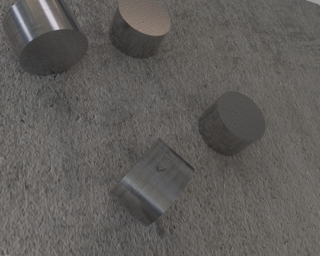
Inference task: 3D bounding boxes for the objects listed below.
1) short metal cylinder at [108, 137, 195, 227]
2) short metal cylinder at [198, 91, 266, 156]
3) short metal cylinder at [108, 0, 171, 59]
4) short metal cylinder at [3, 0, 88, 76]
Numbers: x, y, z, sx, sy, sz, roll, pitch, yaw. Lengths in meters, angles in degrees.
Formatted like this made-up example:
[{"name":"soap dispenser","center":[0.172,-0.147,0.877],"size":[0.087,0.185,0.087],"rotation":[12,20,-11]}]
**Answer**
[{"name":"short metal cylinder","center":[-0.009,0.056,0.329],"size":[0.050,0.080,0.080],"rotation":[42,51,0]},{"name":"short metal cylinder","center":[0.103,-0.006,0.447],"size":[0.081,0.050,0.080],"rotation":[14,56,-21]},{"name":"short metal cylinder","center":[-0.031,-0.151,0.463],"size":[0.081,0.050,0.080],"rotation":[14,56,-21]},{"name":"short metal cylinder","center":[-0.132,-0.106,0.362],"size":[0.081,0.080,0.050],"rotation":[-19,72,-35]}]
